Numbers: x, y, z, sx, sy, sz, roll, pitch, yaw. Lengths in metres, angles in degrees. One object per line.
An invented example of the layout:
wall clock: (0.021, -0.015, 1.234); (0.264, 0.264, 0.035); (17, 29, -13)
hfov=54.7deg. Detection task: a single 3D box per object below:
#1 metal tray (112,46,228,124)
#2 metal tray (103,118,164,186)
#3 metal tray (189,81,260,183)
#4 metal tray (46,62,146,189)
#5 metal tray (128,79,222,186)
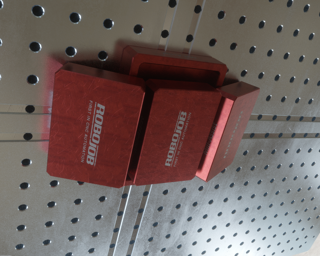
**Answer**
metal tray: (0.013, -0.047, 0.387); (0.131, 0.030, 0.089); (0, 119, -29)
metal tray: (-0.007, 0.032, 0.426); (0.131, 0.030, 0.089); (0, 119, -29)
metal tray: (0.091, 0.004, 0.438); (0.091, 0.030, 0.129); (-21, 132, -51)
metal tray: (-0.073, 0.001, 0.347); (0.091, 0.030, 0.129); (12, 115, -6)
metal tray: (0.015, 0.008, 0.383); (0.091, 0.030, 0.129); (-1, 119, -29)
